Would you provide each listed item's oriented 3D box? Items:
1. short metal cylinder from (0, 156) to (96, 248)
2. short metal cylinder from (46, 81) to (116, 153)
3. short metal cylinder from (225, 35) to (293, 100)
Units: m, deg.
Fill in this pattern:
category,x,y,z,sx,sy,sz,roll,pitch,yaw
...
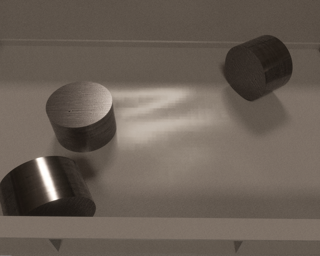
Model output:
category,x,y,z,sx,sy,sz,roll,pitch,yaw
short metal cylinder,-0.111,0.073,0.306,0.081,0.080,0.050,-22,54,-18
short metal cylinder,-0.099,-0.015,0.400,0.081,0.050,0.080,0,50,0
short metal cylinder,0.139,-0.086,0.444,0.050,0.080,0.080,-25,55,-20
